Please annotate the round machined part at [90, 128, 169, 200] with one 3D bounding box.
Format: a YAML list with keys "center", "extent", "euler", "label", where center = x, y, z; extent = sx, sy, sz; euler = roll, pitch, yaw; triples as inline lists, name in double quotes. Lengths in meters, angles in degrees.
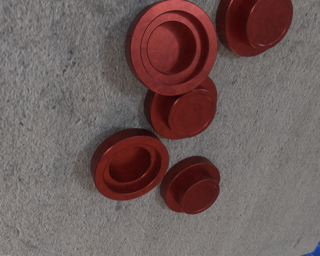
- center: [-0.041, 0.042, 0.399]
  extent: [0.099, 0.042, 0.097]
  euler: [-14, 124, -21]
  label: "round machined part"

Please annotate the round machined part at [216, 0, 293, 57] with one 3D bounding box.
- center: [0.121, -0.134, 0.379]
  extent: [0.099, 0.042, 0.097]
  euler: [-14, 124, -21]
  label: "round machined part"

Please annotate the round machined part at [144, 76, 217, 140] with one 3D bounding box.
- center: [0.032, -0.026, 0.397]
  extent: [0.099, 0.042, 0.097]
  euler: [-14, 124, -21]
  label: "round machined part"

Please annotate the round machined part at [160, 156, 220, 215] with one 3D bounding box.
- center: [0.053, 0.096, 0.484]
  extent: [0.099, 0.042, 0.097]
  euler: [-14, 124, -21]
  label: "round machined part"

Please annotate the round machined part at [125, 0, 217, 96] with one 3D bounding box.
- center: [0.009, -0.087, 0.338]
  extent: [0.099, 0.042, 0.097]
  euler: [-7, 110, -19]
  label: "round machined part"
